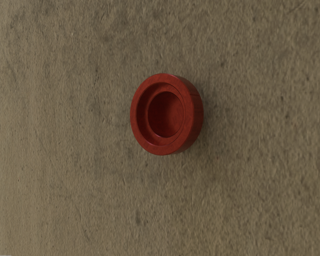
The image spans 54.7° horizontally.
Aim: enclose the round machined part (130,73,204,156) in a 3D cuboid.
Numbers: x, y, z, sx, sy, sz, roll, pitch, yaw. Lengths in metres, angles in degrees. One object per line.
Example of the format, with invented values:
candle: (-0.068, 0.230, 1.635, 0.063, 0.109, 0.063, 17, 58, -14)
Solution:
round machined part: (0.012, -0.016, 0.382, 0.098, 0.042, 0.097, 0, 90, 39)
